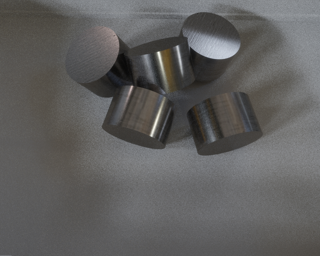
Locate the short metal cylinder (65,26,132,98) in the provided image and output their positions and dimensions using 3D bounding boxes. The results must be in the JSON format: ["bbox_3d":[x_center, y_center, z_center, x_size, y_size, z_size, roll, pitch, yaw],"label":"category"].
[{"bbox_3d":[-0.077,-0.087,0.413,0.080,0.050,0.080,-7,71,21],"label":"short metal cylinder"}]

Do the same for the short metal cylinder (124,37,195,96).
[{"bbox_3d":[0.001,-0.079,0.390,0.080,0.080,0.050,-18,115,-7],"label":"short metal cylinder"}]

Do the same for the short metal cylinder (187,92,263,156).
[{"bbox_3d":[0.078,-0.003,0.382,0.081,0.080,0.050,-13,71,-5],"label":"short metal cylinder"}]

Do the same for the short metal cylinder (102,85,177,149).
[{"bbox_3d":[-0.025,-0.011,0.383,0.080,0.080,0.050,16,75,6],"label":"short metal cylinder"}]

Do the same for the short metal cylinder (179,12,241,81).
[{"bbox_3d":[0.063,-0.112,0.429,0.081,0.050,0.080,5,63,-11],"label":"short metal cylinder"}]
